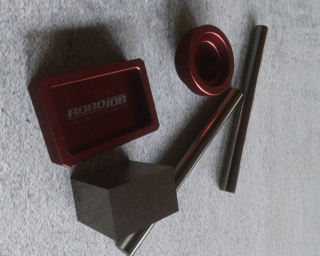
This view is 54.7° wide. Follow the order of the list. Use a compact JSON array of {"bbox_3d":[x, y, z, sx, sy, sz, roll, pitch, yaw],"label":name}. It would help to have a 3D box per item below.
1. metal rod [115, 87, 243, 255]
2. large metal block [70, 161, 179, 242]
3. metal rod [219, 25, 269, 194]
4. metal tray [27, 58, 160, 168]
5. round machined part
[{"bbox_3d":[0.041,0.045,0.441,0.301,0.025,0.025,-51,120,-28],"label":"metal rod"},{"bbox_3d":[-0.039,0.073,0.338,0.081,0.080,0.050,-14,99,-40],"label":"large metal block"},{"bbox_3d":[0.146,-0.039,0.529,0.025,0.025,0.299,25,74,-38],"label":"metal rod"},{"bbox_3d":[-0.066,-0.022,0.347,0.131,0.030,0.089,-23,105,-38],"label":"metal tray"},{"bbox_3d":[0.060,-0.095,0.446,0.099,0.042,0.097,0,90,-40],"label":"round machined part"}]
